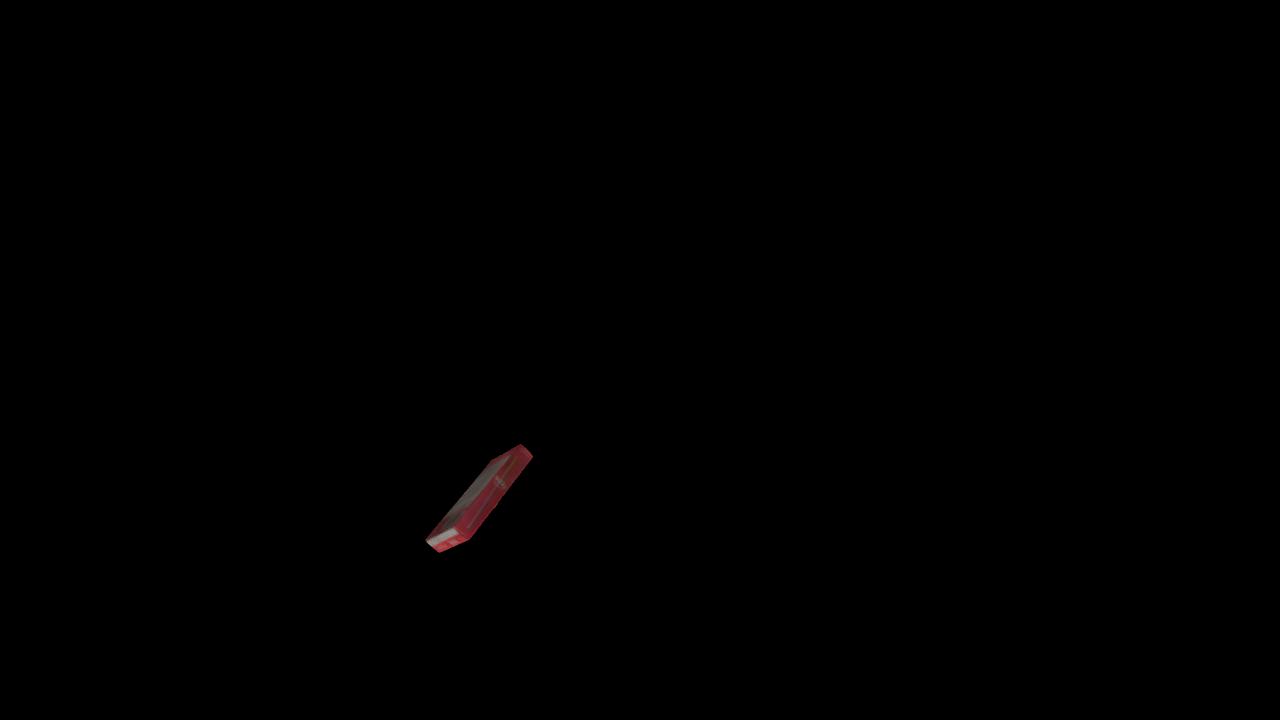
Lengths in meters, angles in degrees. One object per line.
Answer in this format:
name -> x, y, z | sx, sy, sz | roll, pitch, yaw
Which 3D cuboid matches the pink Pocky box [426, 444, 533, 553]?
pink Pocky box -> -0.211, 0.182, 0.820 | 0.084, 0.029, 0.155 | -31, 17, 41
